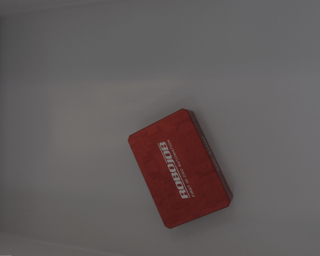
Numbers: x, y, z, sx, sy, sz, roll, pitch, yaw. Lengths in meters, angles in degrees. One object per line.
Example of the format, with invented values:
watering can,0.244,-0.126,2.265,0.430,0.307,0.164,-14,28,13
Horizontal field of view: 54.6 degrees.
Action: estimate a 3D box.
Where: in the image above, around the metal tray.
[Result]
metal tray,0.025,0.051,0.399,0.090,0.030,0.130,-27,81,18
